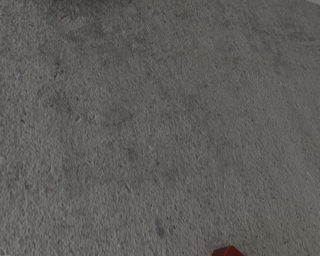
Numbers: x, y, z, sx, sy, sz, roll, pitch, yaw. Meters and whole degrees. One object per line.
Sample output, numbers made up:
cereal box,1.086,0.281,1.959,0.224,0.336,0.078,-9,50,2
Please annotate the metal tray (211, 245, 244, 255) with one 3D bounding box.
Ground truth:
metal tray,0.072,0.202,0.315,0.090,0.030,0.131,42,51,0
